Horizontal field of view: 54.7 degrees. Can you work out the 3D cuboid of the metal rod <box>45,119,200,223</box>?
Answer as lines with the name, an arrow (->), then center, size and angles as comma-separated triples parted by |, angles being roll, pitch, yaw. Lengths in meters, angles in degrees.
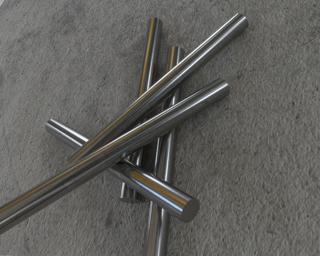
metal rod -> -0.071, 0.037, 0.392 | 0.300, 0.025, 0.025 | 22, 73, 44

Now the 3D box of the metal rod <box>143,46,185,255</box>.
metal rod -> 0.008, 0.018, 0.388 | 0.025, 0.025, 0.299 | -7, 58, 24

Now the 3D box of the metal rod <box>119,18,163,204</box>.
metal rod -> -0.022, -0.044, 0.442 | 0.025, 0.025, 0.299 | -8, 58, 24

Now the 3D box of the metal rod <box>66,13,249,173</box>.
metal rod -> 0.007, -0.053, 0.398 | 0.301, 0.025, 0.025 | -42, 50, -15

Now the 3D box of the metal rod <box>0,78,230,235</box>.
metal rod -> -0.043, 0.022, 0.353 | 0.302, 0.025, 0.025 | -31, 49, -17
